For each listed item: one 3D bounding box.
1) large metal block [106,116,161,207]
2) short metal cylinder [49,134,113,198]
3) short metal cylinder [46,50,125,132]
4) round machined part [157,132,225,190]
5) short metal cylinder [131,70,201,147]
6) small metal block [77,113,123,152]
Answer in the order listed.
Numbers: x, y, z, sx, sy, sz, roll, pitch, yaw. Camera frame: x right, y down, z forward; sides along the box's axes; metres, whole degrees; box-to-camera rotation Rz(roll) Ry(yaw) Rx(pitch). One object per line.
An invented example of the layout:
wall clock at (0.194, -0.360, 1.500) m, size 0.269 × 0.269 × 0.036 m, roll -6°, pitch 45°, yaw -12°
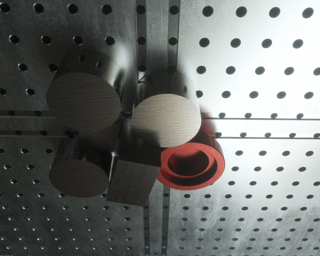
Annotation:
large metal block at (-0.034, 0.044, 0.408) m, size 0.050 × 0.080 × 0.079 m, roll 12°, pitch 129°, yaw -10°
short metal cylinder at (-0.110, 0.054, 0.440) m, size 0.081 × 0.050 × 0.079 m, roll 0°, pitch 130°, yaw 0°
short metal cylinder at (-0.083, -0.042, 0.358) m, size 0.081 × 0.050 × 0.079 m, roll 0°, pitch 130°, yaw 0°
round machined part at (0.039, 0.041, 0.435) m, size 0.099 × 0.042 × 0.097 m, roll 0°, pitch 130°, yaw 0°
short metal cylinder at (0.007, -0.022, 0.376) m, size 0.081 × 0.050 × 0.079 m, roll 0°, pitch 130°, yaw 0°
small metal block at (-0.080, 0.002, 0.412) m, size 0.050 × 0.025 × 0.050 m, roll 11°, pitch 129°, yaw -10°
